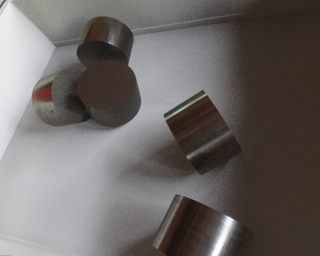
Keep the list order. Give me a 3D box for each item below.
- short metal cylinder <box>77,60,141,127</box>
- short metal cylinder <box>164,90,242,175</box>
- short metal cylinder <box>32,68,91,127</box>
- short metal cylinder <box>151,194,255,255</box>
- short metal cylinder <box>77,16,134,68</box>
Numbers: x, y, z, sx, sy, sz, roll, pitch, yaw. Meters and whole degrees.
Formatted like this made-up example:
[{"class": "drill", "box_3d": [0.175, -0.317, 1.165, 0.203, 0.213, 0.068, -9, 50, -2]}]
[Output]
[{"class": "short metal cylinder", "box_3d": [-0.070, -0.048, 0.438, 0.080, 0.050, 0.080, -2, 64, 4]}, {"class": "short metal cylinder", "box_3d": [0.047, 0.005, 0.342, 0.050, 0.080, 0.080, -32, 52, 7]}, {"class": "short metal cylinder", "box_3d": [-0.141, -0.044, 0.464, 0.050, 0.080, 0.080, -8, 57, 38]}, {"class": "short metal cylinder", "box_3d": [0.039, 0.103, 0.286, 0.080, 0.080, 0.050, 17, 71, 34]}, {"class": "short metal cylinder", "box_3d": [-0.086, -0.129, 0.493, 0.080, 0.080, 0.050, -6, 59, 25]}]
